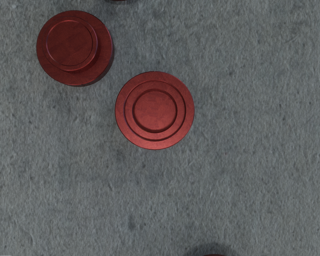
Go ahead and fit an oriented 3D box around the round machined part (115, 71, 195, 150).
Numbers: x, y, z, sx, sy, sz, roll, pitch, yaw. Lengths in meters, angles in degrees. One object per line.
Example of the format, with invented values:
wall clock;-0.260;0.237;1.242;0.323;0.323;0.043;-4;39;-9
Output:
round machined part;-0.007;-0.022;0.401;0.099;0.042;0.097;0;90;-1

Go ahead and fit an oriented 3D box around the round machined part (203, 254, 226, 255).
round machined part;0.070;0.212;0.403;0.099;0.042;0.097;0;90;-1

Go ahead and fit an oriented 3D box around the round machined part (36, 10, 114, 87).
round machined part;-0.111;-0.104;0.400;0.099;0.042;0.097;0;90;-1
